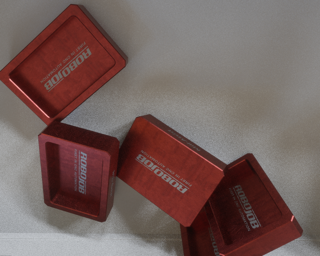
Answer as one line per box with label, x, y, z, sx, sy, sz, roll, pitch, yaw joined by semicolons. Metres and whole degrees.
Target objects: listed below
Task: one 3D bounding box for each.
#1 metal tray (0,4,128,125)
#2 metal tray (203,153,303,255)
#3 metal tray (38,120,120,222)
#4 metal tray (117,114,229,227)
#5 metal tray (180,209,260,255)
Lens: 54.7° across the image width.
metal tray;-0.116;-0.074;0.379;0.130;0.030;0.090;-38;106;12
metal tray;0.104;0.097;0.391;0.090;0.130;0.030;-32;117;10
metal tray;-0.105;0.060;0.402;0.090;0.030;0.129;15;126;5
metal tray;0.009;0.053;0.400;0.130;0.030;0.089;34;108;14
metal tray;0.077;0.155;0.413;0.090;0.130;0.030;-28;111;9
